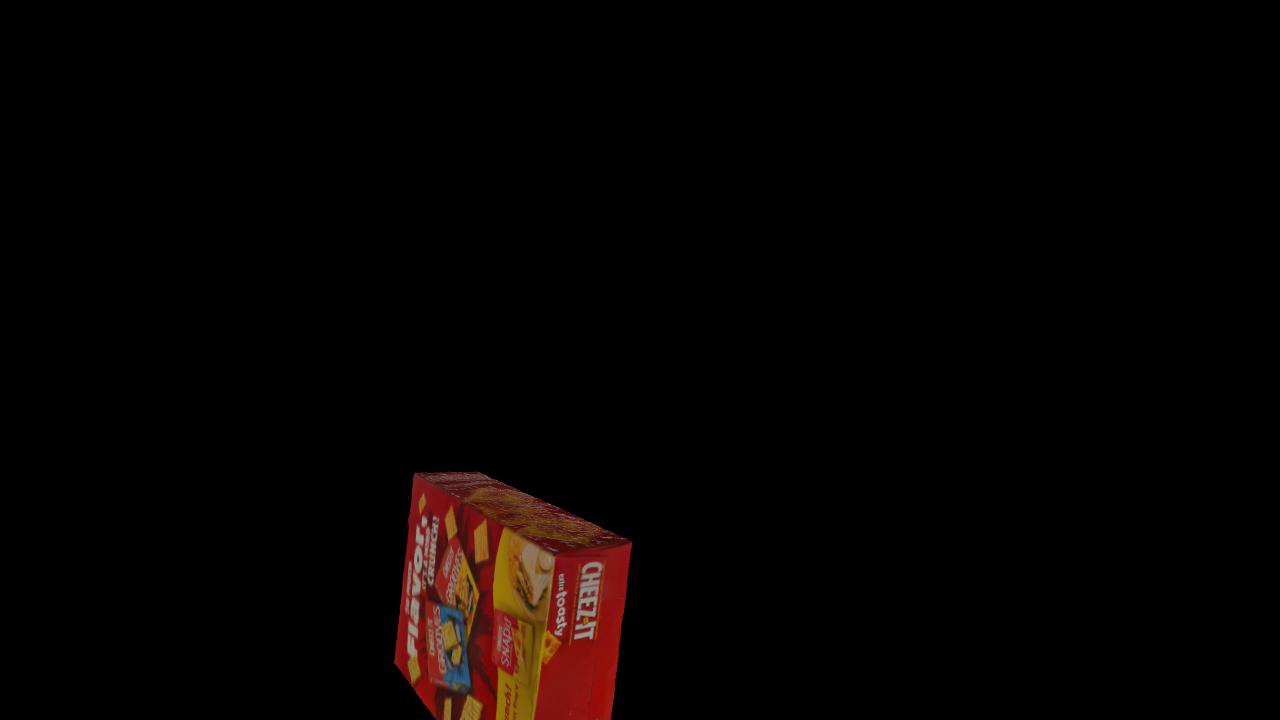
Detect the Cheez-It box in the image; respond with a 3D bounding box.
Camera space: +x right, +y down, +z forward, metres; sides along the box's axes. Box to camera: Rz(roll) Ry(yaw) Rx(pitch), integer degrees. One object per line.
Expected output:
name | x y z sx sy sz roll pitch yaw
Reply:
Cheez-It box | -0.107 0.186 0.455 0.071 0.166 0.223 7 -1 -41
